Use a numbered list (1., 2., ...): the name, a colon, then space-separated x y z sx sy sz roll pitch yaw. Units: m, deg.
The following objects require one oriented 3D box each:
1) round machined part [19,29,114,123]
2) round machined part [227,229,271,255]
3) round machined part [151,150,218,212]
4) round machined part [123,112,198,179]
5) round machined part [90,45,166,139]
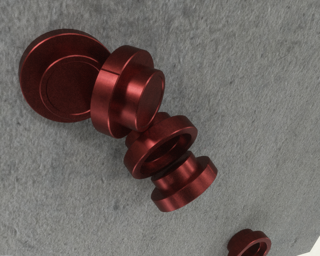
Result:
1. round machined part: -0.090 -0.048 0.318 0.099 0.042 0.097 -14 124 -21
2. round machined part: 0.183 0.254 0.656 0.099 0.042 0.097 -14 125 -21
3. round machined part: 0.027 0.067 0.429 0.098 0.098 0.042 -36 97 -5
4. round machined part: -0.004 0.017 0.389 0.099 0.042 0.098 -32 156 -15
5. round machined part: -0.027 -0.034 0.327 0.098 0.042 0.098 19 91 -74
